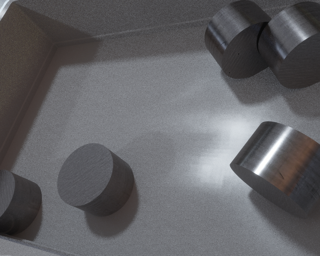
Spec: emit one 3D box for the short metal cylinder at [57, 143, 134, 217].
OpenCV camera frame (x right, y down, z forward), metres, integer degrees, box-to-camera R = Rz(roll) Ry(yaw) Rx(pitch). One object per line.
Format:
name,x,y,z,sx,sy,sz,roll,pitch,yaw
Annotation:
short metal cylinder,-0.080,0.066,0.392,0.080,0.050,0.080,-13,56,21

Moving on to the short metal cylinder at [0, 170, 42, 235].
short metal cylinder,-0.218,0.106,0.440,0.080,0.050,0.080,-13,56,21

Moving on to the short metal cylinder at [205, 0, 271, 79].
short metal cylinder,0.102,-0.108,0.383,0.080,0.080,0.050,-30,52,9

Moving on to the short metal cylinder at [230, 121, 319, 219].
short metal cylinder,0.113,0.038,0.287,0.080,0.080,0.050,33,80,38

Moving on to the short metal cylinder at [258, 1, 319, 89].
short metal cylinder,0.158,-0.090,0.342,0.080,0.080,0.050,-26,53,12
